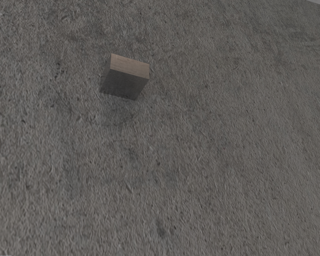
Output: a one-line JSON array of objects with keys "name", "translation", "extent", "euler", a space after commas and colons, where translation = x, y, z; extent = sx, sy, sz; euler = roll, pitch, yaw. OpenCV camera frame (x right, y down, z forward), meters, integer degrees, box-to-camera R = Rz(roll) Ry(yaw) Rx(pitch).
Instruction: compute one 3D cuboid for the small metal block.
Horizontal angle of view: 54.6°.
[{"name": "small metal block", "translation": [-0.047, -0.064, 0.401], "extent": [0.050, 0.050, 0.025], "euler": [12, 57, -22]}]
